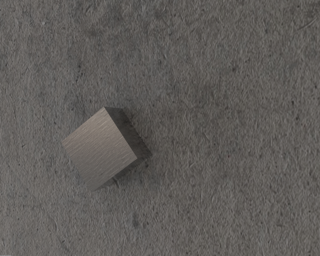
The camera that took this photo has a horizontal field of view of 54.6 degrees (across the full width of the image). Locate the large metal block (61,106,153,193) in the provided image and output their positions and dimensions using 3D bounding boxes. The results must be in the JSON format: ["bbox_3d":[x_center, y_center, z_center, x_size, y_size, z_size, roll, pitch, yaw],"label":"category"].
[{"bbox_3d":[-0.072,0.028,0.422,0.080,0.050,0.080,-37,78,16],"label":"large metal block"}]
